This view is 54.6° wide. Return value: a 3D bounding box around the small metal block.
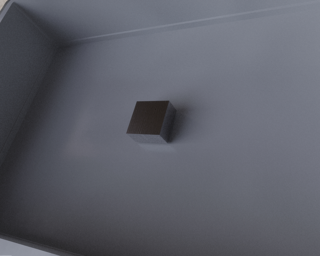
[{"bbox_3d":[-0.011,-0.008,0.413,0.050,0.025,0.050,2,63,29],"label":"small metal block"}]
